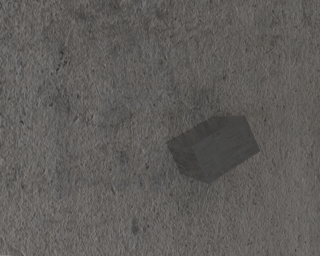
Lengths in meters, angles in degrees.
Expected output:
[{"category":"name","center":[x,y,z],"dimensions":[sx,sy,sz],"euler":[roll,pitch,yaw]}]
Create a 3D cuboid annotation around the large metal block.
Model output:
[{"category":"large metal block","center":[0.066,0.024,0.404],"dimensions":[0.080,0.080,0.050],"euler":[-28,100,-18]}]
